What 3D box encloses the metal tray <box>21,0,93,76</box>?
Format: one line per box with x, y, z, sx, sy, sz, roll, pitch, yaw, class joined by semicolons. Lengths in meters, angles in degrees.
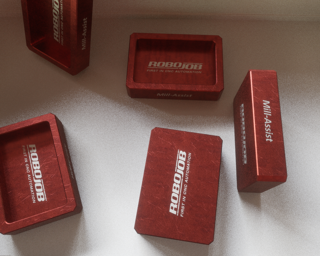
-0.135;-0.142;0.404;0.090;0.129;0.030;31;50;10;metal tray

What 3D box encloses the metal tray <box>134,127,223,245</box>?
0.025;0.069;0.382;0.091;0.030;0.130;8;70;3;metal tray

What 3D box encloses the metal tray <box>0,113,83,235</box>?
-0.158;0.055;0.385;0.091;0.030;0.130;-17;71;-7;metal tray

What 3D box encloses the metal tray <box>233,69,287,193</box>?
0.115;0.007;0.373;0.030;0.090;0.130;2;70;1;metal tray

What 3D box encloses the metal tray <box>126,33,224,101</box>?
0.021;-0.087;0.438;0.131;0.030;0.090;2;70;0;metal tray
